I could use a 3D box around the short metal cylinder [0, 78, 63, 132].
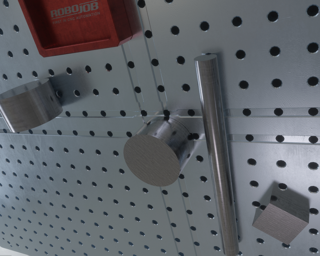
[{"bbox_3d":[-0.192,-0.035,0.455,0.080,0.080,0.050,-4,116,30],"label":"short metal cylinder"}]

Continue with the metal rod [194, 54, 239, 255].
[{"bbox_3d":[0.078,0.054,0.403,0.025,0.025,0.298,2,120,27],"label":"metal rod"}]

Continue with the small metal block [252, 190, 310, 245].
[{"bbox_3d":[0.156,0.116,0.401,0.050,0.025,0.050,27,128,11],"label":"small metal block"}]

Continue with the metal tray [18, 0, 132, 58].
[{"bbox_3d":[-0.106,-0.140,0.377,0.130,0.030,0.089,0,119,28],"label":"metal tray"}]

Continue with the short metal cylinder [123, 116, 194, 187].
[{"bbox_3d":[-0.001,0.031,0.415,0.080,0.050,0.079,13,124,21],"label":"short metal cylinder"}]
